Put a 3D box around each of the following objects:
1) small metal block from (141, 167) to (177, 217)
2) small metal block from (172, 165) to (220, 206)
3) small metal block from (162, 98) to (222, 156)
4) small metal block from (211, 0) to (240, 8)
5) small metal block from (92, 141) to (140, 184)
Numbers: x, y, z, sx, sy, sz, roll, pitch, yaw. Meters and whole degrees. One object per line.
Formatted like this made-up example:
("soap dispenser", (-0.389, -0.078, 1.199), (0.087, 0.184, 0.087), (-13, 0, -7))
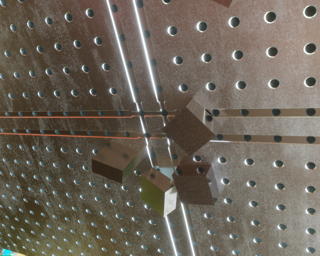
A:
("small metal block", (-0.002, 0.095, 0.459), (0.050, 0.025, 0.050), (30, 132, 36))
("small metal block", (0.051, 0.079, 0.433), (0.050, 0.025, 0.050), (-5, 116, 30))
("small metal block", (0.040, 0.000, 0.389), (0.050, 0.025, 0.050), (44, 129, -3))
("small metal block", (0.066, -0.139, 0.273), (0.025, 0.050, 0.050), (29, 128, 9))
("small metal block", (-0.065, 0.049, 0.458), (0.050, 0.050, 0.025), (19, 126, 17))
